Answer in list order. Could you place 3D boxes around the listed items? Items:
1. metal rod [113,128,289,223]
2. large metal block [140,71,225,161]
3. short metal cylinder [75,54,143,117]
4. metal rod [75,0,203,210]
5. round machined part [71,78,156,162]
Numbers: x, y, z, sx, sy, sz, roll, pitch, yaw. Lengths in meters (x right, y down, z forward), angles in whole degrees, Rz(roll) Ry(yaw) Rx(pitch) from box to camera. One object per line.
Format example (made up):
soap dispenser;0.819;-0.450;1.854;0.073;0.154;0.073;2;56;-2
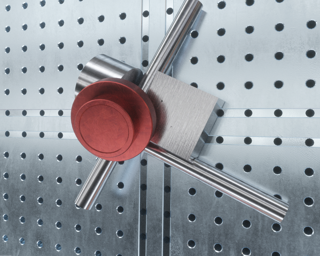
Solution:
metal rod;0.016;0.037;0.405;0.301;0.025;0.025;26;99;17
large metal block;0.023;-0.015;0.387;0.080;0.050;0.080;27;99;17
short metal cylinder;-0.064;-0.050;0.404;0.050;0.080;0.080;26;99;18
metal rod;-0.028;-0.030;0.401;0.025;0.025;0.299;29;92;17
round machined part;-0.057;-0.005;0.353;0.098;0.042;0.097;4;111;11
